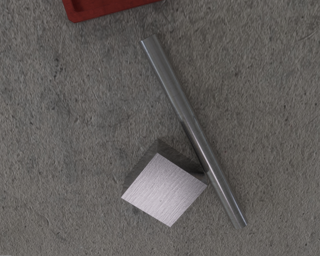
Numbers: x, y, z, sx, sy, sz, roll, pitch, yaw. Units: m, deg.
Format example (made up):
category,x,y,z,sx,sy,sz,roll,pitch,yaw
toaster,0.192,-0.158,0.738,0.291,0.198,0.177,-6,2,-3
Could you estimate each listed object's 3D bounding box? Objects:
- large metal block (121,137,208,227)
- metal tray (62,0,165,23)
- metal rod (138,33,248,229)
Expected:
category,x,y,z,sx,sy,sz,roll,pitch,yaw
large metal block,0.005,0.074,0.424,0.080,0.050,0.080,34,106,-12
metal tray,-0.049,-0.177,0.341,0.131,0.030,0.089,-13,110,4
metal rod,0.052,0.017,0.416,0.025,0.025,0.299,-25,108,9
